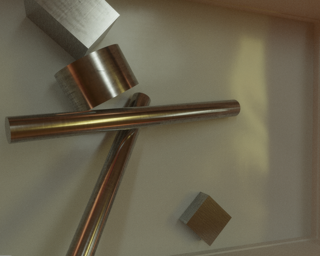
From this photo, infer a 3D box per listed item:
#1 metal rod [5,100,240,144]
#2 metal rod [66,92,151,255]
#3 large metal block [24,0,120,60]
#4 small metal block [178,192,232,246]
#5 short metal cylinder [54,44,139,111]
[{"bbox_3d":[-0.014,-0.014,0.365,0.303,0.025,0.025,-7,93,-36],"label":"metal rod"},{"bbox_3d":[-0.062,0.080,0.320,0.025,0.025,0.300,31,53,-18],"label":"metal rod"},{"bbox_3d":[-0.100,-0.125,0.345,0.080,0.080,0.050,42,77,-16],"label":"large metal block"},{"bbox_3d":[0.064,0.127,0.436,0.050,0.025,0.050,46,76,-15],"label":"small metal block"},{"bbox_3d":[-0.072,-0.055,0.355,0.080,0.080,0.050,-31,101,-18],"label":"short metal cylinder"}]
